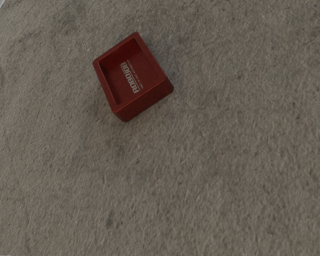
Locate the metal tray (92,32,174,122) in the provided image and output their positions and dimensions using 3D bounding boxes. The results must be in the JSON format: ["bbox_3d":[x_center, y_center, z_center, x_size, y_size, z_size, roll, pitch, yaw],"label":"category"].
[{"bbox_3d":[-0.045,-0.081,0.475,0.090,0.030,0.130,-33,51,6],"label":"metal tray"}]
